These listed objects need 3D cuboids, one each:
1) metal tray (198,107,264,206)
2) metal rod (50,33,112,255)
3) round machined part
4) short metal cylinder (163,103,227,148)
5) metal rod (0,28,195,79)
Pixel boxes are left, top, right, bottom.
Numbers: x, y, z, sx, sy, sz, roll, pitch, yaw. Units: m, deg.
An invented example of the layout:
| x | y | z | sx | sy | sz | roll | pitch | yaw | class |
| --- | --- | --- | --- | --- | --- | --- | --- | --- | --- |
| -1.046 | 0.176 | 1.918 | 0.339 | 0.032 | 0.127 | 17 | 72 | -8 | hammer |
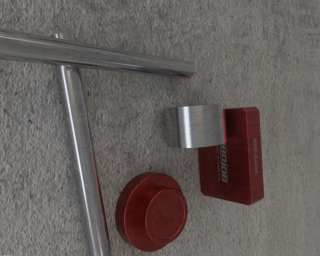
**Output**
| x | y | z | sx | sy | sz | roll | pitch | yaw | class |
| --- | --- | --- | --- | --- | --- | --- | --- | --- | --- |
| 0.098 | 0.037 | 0.444 | 0.030 | 0.090 | 0.129 | -8 | 95 | -40 | metal tray |
| -0.080 | 0.051 | 0.337 | 0.025 | 0.025 | 0.298 | -14 | 99 | -39 | metal rod |
| -0.003 | 0.107 | 0.391 | 0.099 | 0.042 | 0.097 | 0 | 90 | -40 | round machined part |
| 0.047 | -0.005 | 0.408 | 0.081 | 0.080 | 0.050 | -8 | 96 | -40 | short metal cylinder |
| -0.061 | -0.073 | 0.324 | 0.302 | 0.025 | 0.025 | -5 | 93 | -48 | metal rod |
